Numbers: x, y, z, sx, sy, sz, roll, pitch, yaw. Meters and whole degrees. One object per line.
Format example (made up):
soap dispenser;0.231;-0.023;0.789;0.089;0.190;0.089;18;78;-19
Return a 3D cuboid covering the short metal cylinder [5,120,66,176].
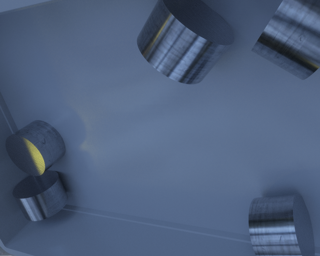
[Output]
short metal cylinder;-0.208;0.034;0.520;0.080;0.050;0.079;13;124;20

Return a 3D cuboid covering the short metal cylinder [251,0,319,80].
short metal cylinder;0.120;-0.087;0.256;0.050;0.080;0.079;33;128;6

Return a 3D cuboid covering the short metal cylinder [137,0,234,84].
short metal cylinder;0.025;-0.089;0.304;0.080;0.080;0.050;39;129;1

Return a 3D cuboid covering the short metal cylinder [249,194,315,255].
short metal cylinder;0.147;0.122;0.371;0.050;0.080;0.080;-16;110;34

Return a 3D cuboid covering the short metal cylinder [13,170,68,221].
short metal cylinder;-0.213;0.120;0.557;0.080;0.080;0.050;0;118;28
